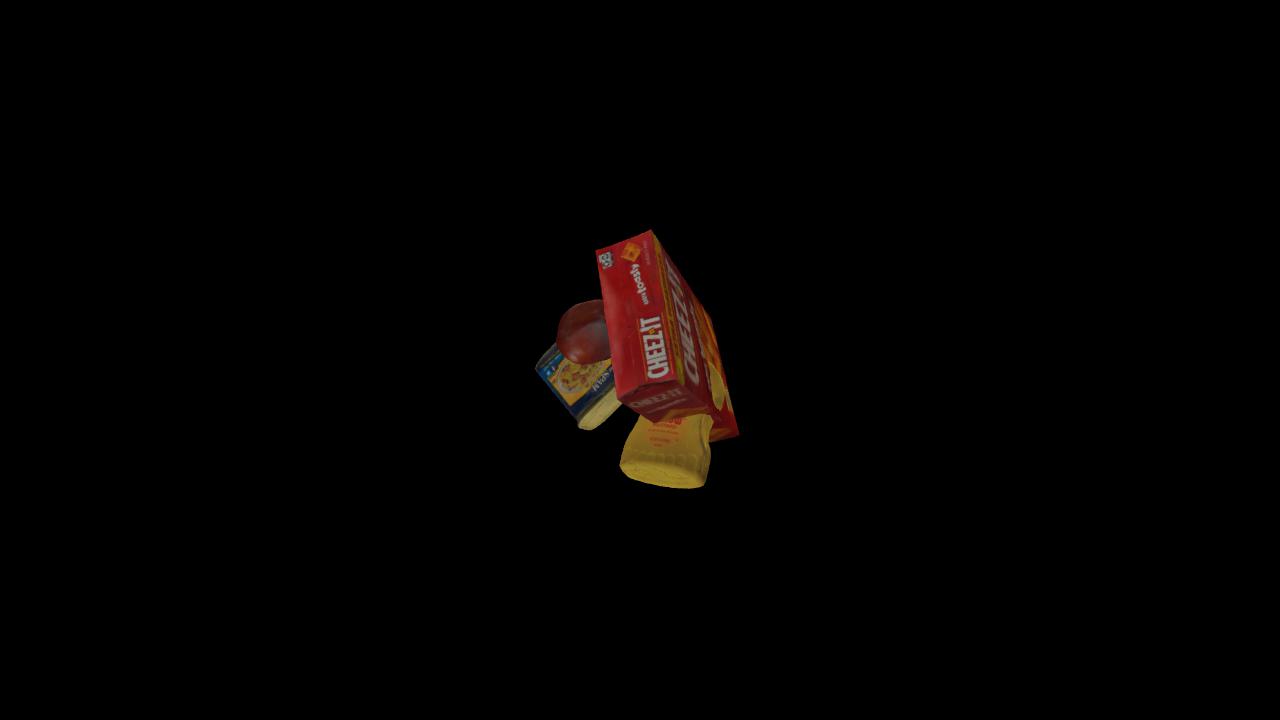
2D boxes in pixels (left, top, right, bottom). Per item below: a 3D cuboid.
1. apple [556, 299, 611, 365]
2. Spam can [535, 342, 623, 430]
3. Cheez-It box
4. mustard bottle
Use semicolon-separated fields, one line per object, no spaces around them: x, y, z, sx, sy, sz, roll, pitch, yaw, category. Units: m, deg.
-0.045;-0.025;0.651;0.093;0.079;0.079;-24;-16;40;apple
-0.049;0.009;0.652;0.085;0.101;0.058;47;4;20;Spam can
0.034;-0.011;0.667;0.071;0.166;0.223;-18;-26;17;Cheez-It box
0.044;0.044;0.662;0.092;0.184;0.054;-1;-36;29;mustard bottle
